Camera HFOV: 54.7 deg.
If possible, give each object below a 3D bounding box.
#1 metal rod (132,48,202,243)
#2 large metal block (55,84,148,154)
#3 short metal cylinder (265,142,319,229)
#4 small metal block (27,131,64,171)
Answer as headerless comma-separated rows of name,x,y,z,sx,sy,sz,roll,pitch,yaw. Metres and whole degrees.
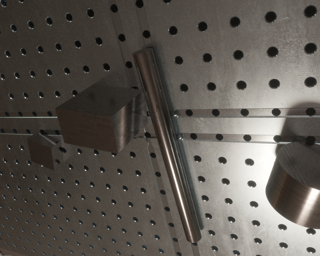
metal rod,0.016,0.040,0.426,0.025,0.025,0.298,-2,118,28
large metal block,-0.072,-0.016,0.402,0.080,0.080,0.050,9,122,23
short metal cylinder,0.159,0.058,0.328,0.080,0.080,0.050,17,125,18
small metal block,-0.198,0.040,0.537,0.050,0.025,0.050,18,126,17
